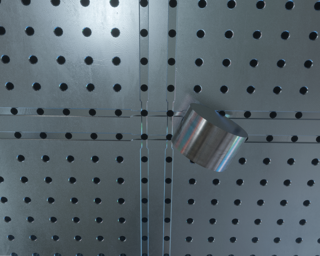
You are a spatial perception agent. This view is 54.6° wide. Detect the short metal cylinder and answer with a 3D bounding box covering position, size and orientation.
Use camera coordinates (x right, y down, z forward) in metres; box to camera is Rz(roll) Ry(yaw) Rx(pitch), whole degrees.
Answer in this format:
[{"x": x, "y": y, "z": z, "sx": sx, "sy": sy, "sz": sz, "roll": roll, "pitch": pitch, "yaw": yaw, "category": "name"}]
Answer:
[{"x": 0.061, "y": 0.010, "z": 0.388, "sx": 0.080, "sy": 0.080, "sz": 0.050, "roll": 25, "pitch": 108, "yaw": -9, "category": "short metal cylinder"}]
